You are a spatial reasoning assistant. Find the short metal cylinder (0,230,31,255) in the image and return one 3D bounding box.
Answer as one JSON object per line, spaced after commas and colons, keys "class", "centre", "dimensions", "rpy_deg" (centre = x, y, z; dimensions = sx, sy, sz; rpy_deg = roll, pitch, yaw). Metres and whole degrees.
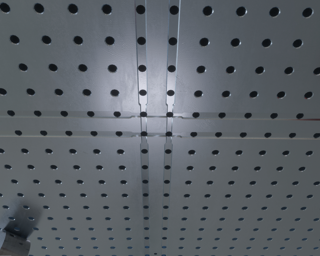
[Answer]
{"class": "short metal cylinder", "centre": [-0.288, 0.238, 0.575], "dimensions": [0.080, 0.080, 0.050], "rpy_deg": [-36, 121, 26]}
